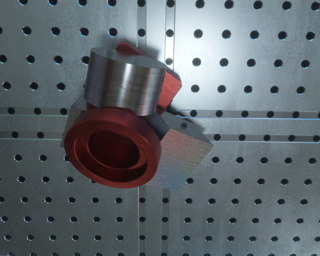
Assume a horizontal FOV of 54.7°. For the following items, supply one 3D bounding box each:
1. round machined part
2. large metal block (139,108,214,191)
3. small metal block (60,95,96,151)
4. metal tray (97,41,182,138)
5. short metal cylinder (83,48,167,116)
[{"bbox_3d":[-0.047,0.017,0.330,0.098,0.042,0.097,7,131,8],"label":"round machined part"},{"bbox_3d":[0.006,0.028,0.391,0.080,0.050,0.080,21,112,-41],"label":"large metal block"},{"bbox_3d":[-0.092,-0.006,0.363,0.025,0.050,0.050,18,109,-7],"label":"small metal block"},{"bbox_3d":[-0.045,-0.033,0.398,0.090,0.030,0.129,33,106,-12],"label":"metal tray"},{"bbox_3d":[-0.037,-0.051,0.332,0.081,0.080,0.050,13,110,-5],"label":"short metal cylinder"}]
